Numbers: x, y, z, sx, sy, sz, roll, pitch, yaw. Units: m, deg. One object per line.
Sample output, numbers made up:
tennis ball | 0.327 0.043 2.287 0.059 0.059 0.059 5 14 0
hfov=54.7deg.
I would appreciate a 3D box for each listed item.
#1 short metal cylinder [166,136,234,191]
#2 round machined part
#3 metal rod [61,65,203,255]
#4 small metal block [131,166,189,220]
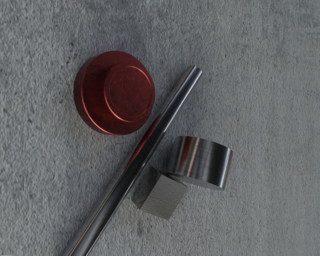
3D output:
short metal cylinder | 0.052 0.048 0.413 0.080 0.080 0.050 27 73 -37
round machined part | -0.044 -0.040 0.356 0.099 0.042 0.097 0 90 -40
metal rod | -0.024 0.034 0.384 0.025 0.025 0.300 48 62 -30
small metal block | 0.000 0.084 0.395 0.050 0.025 0.050 32 89 -36
